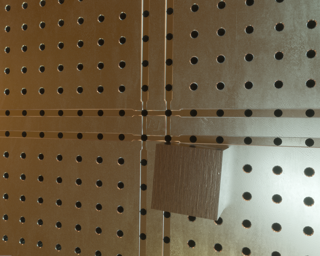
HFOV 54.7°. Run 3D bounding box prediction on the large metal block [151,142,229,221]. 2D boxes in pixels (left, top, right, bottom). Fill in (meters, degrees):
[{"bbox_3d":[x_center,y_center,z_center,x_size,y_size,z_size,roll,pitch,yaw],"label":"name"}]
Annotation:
[{"bbox_3d":[0.038,0.062,0.385,0.080,0.050,0.079,5,92,19],"label":"large metal block"}]
